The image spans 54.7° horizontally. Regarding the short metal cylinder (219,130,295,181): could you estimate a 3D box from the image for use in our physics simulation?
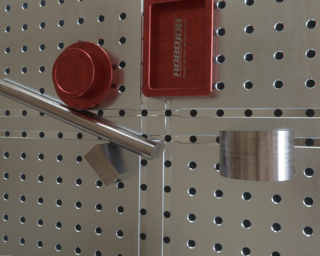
[{"bbox_3d":[0.107,0.028,0.345,0.080,0.080,0.050,0,90,19],"label":"short metal cylinder"}]

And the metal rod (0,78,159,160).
[{"bbox_3d":[-0.140,-0.021,0.460,0.301,0.025,0.025,22,97,18],"label":"metal rod"}]

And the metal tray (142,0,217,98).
[{"bbox_3d":[0.025,-0.104,0.400,0.090,0.030,0.129,1,90,19],"label":"metal tray"}]

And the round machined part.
[{"bbox_3d":[-0.113,-0.075,0.442,0.098,0.042,0.097,0,90,19],"label":"round machined part"}]

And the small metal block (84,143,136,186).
[{"bbox_3d":[-0.067,0.048,0.422,0.025,0.050,0.050,-43,77,15],"label":"small metal block"}]
